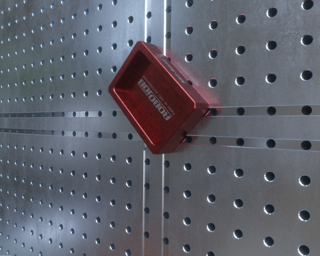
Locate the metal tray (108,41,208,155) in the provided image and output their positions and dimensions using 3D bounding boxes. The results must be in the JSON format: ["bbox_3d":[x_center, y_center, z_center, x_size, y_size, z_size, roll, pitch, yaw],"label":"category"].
[{"bbox_3d":[-0.008,-0.041,0.410,0.090,0.030,0.130,-52,60,27],"label":"metal tray"}]
